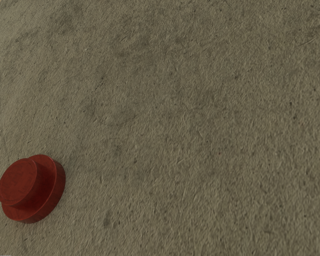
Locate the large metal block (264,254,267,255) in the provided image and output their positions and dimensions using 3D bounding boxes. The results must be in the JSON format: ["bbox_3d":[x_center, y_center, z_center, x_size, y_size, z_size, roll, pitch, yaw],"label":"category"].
[{"bbox_3d":[0.072,0.149,0.239,0.080,0.080,0.050,-37,51,3],"label":"large metal block"}]

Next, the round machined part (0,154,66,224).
[{"bbox_3d":[-0.187,0.081,0.439,0.098,0.042,0.098,-13,56,20],"label":"round machined part"}]
